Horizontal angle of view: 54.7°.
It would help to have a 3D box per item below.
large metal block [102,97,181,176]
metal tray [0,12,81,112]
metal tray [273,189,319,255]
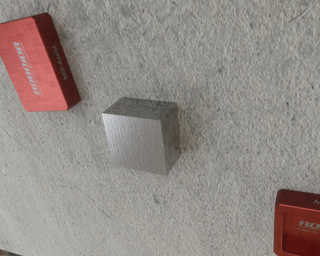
[{"bbox_3d":[-0.021,0.009,0.406,0.080,0.050,0.079,8,122,24],"label":"large metal block"},{"bbox_3d":[-0.175,-0.088,0.439,0.090,0.030,0.129,0,119,28],"label":"metal tray"},{"bbox_3d":[0.208,0.126,0.372,0.130,0.030,0.089,5,121,25],"label":"metal tray"}]
